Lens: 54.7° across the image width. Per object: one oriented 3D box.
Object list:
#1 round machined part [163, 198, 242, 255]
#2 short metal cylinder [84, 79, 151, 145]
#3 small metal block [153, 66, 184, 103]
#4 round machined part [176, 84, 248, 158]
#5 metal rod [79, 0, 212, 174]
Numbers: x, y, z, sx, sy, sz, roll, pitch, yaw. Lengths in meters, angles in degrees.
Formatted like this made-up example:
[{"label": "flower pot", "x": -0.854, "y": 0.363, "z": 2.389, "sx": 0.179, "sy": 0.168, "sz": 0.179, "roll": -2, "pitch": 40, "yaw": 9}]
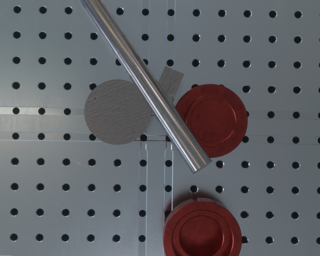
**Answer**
[{"label": "round machined part", "x": 0.053, "y": 0.140, "z": 0.406, "sx": 0.099, "sy": 0.042, "sz": 0.097, "roll": 0, "pitch": 90, "yaw": 0}, {"label": "short metal cylinder", "x": -0.052, "y": -0.020, "z": 0.401, "sx": 0.081, "sy": 0.050, "sz": 0.079, "roll": 0, "pitch": 90, "yaw": -1}, {"label": "small metal block", "x": 0.008, "y": -0.048, "z": 0.401, "sx": 0.025, "sy": 0.050, "sz": 0.050, "roll": 23, "pitch": 90, "yaw": -1}, {"label": "round machined part", "x": 0.066, "y": -0.009, "z": 0.405, "sx": 0.099, "sy": 0.042, "sz": 0.097, "roll": 0, "pitch": 90, "yaw": 0}, {"label": "metal rod", "x": -0.033, "y": -0.078, "z": 0.374, "sx": 0.025, "sy": 0.025, "sz": 0.299, "roll": -33, "pitch": 75, "yaw": 0}]
